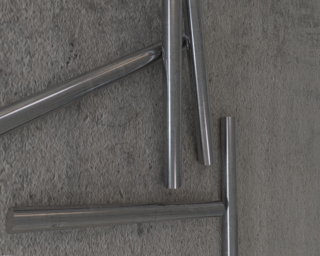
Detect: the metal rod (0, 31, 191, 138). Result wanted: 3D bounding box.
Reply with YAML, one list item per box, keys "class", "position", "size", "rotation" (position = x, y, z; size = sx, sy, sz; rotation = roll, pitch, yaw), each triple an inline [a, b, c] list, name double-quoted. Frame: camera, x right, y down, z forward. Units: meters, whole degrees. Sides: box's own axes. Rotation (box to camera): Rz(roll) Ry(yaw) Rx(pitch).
- class: "metal rod"
  position: [-0.051, -0.066, 0.361]
  size: [0.302, 0.025, 0.025]
  rotation: [-33, 111, -35]

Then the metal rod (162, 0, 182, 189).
- class: "metal rod"
  position: [0.015, -0.068, 0.388]
  size: [0.025, 0.025, 0.298]
  rotation: [-11, 106, -40]

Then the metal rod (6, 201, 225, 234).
- class: "metal rod"
  position: [-0.025, 0.105, 0.383]
  size: [0.302, 0.025, 0.025]
  rotation: [10, 84, -40]

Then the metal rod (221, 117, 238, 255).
- class: "metal rod"
  position: [0.112, 0.131, 0.498]
  size: [0.025, 0.025, 0.298]
  rotation: [-2, 91, -40]

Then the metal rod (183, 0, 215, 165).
- class: "metal rod"
  position: [0.050, -0.090, 0.417]
  size: [0.025, 0.025, 0.298]
  rotation: [-23, 113, -38]
